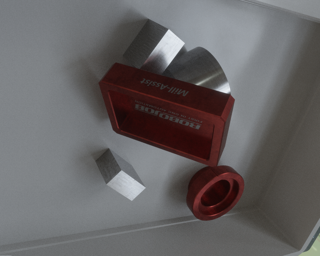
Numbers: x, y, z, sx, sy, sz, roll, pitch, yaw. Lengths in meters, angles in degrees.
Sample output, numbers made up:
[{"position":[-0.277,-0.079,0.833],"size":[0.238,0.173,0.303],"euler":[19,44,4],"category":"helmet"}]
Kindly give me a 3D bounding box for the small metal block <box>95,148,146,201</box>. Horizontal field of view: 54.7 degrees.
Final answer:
[{"position":[-0.052,0.060,0.403],"size":[0.025,0.050,0.050],"euler":[-44,130,2],"category":"small metal block"}]

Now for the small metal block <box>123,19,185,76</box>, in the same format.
[{"position":[-0.008,-0.085,0.337],"size":[0.025,0.050,0.050],"euler":[30,101,-38],"category":"small metal block"}]

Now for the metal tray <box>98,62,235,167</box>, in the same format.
[{"position":[0.006,-0.012,0.329],"size":[0.090,0.130,0.030],"euler":[85,28,-54],"category":"metal tray"}]

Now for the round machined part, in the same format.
[{"position":[0.086,0.101,0.509],"size":[0.099,0.042,0.097],"euler":[-14,125,-21],"category":"round machined part"}]

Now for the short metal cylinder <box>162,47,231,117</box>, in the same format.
[{"position":[0.039,-0.048,0.366],"size":[0.050,0.080,0.080],"euler":[-29,129,-11],"category":"short metal cylinder"}]
